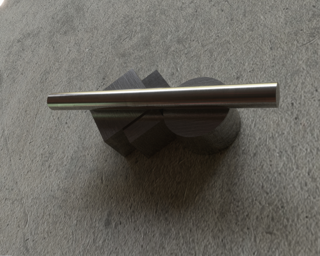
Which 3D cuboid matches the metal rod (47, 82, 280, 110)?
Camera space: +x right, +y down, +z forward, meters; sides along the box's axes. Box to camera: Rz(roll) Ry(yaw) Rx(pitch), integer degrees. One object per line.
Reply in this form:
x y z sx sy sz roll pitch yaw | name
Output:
-0.019 -0.035 0.370 0.300 0.025 0.025 1 62 28 | metal rod

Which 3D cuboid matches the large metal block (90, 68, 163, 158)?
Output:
-0.043 -0.021 0.423 0.080 0.050 0.080 -36 51 4 | large metal block

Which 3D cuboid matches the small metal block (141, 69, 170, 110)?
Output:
0.007 -0.042 0.412 0.025 0.050 0.050 -37 52 4 | small metal block

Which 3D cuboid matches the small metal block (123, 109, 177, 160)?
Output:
-0.010 0.007 0.392 0.050 0.050 0.025 -36 52 4 | small metal block

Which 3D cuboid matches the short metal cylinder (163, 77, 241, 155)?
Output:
0.051 -0.014 0.370 0.080 0.050 0.080 -13 56 21 | short metal cylinder
